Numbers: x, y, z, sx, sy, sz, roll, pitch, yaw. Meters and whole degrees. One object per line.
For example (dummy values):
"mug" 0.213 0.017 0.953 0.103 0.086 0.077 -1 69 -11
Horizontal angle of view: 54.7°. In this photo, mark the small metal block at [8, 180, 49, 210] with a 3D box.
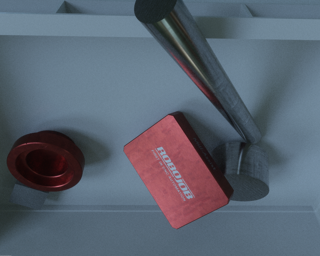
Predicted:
"small metal block" -0.205 0.100 0.492 0.050 0.025 0.050 22 127 -18

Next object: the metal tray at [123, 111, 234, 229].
"metal tray" 0.022 0.055 0.405 0.090 0.030 0.130 -36 84 26

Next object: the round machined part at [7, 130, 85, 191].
"round machined part" -0.154 0.042 0.431 0.099 0.042 0.097 -1 130 0

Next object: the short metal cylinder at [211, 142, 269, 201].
"short metal cylinder" 0.110 0.063 0.434 0.080 0.050 0.080 8 144 6

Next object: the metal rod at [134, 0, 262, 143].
"metal rod" 0.062 -0.028 0.292 0.025 0.025 0.301 -24 156 18
